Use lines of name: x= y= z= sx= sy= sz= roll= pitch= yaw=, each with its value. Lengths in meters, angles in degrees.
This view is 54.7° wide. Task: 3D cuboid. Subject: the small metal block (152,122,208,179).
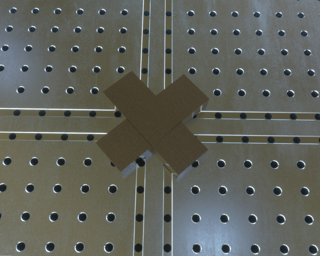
small metal block: x=0.025 y=0.029 z=0.401 sx=0.050 sy=0.025 sz=0.050 roll=-39 pitch=75 yaw=-13

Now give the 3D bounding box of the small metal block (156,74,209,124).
small metal block: x=0.030 y=-0.037 z=0.425 sx=0.050 sy=0.025 sz=0.050 roll=-39 pitch=75 yaw=-13

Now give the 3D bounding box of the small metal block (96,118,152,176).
small metal block: x=-0.046 y=0.025 z=0.402 sx=0.050 sy=0.025 sz=0.050 roll=-39 pitch=75 yaw=-13

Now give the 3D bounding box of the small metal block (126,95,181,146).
small metal block: x=-0.008 y=-0.007 z=0.413 sx=0.050 sy=0.025 sz=0.050 roll=-39 pitch=75 yaw=-13

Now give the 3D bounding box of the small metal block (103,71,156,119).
small metal block: x=-0.041 y=-0.042 z=0.426 sx=0.050 sy=0.025 sz=0.050 roll=-39 pitch=75 yaw=-13
